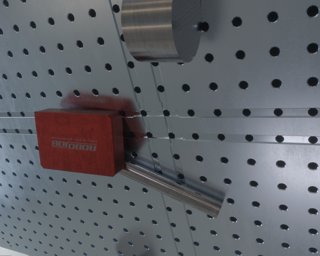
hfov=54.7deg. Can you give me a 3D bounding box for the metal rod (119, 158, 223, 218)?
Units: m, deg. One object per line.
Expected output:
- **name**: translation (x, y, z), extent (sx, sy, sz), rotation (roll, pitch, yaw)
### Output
- **metal rod**: translation (-0.050, 0.061, 0.475), extent (0.301, 0.025, 0.025), rotation (22, 127, 14)

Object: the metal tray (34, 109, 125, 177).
- **metal tray**: translation (-0.119, 0.019, 0.460), extent (0.130, 0.030, 0.089), rotation (3, 104, 20)

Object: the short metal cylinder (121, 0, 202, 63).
- **short metal cylinder**: translation (0.005, -0.106, 0.308), extent (0.050, 0.080, 0.079), rotation (6, 121, 25)
